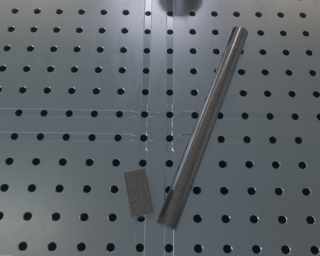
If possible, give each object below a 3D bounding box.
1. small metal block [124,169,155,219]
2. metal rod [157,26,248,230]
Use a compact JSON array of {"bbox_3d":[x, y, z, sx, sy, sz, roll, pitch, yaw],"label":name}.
[{"bbox_3d":[-0.024,0.080,0.369,0.025,0.050,0.050,-11,71,-4],"label":"small metal block"},{"bbox_3d":[0.064,-0.013,0.417,0.025,0.025,0.300,21,71,7],"label":"metal rod"}]
